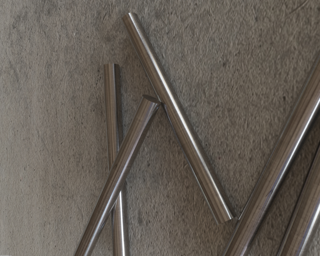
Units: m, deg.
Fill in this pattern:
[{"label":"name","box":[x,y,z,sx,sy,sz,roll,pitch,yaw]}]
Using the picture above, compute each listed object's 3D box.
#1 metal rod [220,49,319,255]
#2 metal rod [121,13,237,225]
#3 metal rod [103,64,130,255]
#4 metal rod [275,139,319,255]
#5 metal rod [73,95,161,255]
[{"label":"metal rod","box":[0.110,0.058,0.313,0.025,0.025,0.298,32,109,35]},{"label":"metal rod","box":[0.015,-0.026,0.392,0.025,0.025,0.299,-38,67,34]},{"label":"metal rod","box":[-0.064,0.055,0.458,0.025,0.025,0.298,-6,86,40]},{"label":"metal rod","box":[0.156,0.015,0.276,0.025,0.025,0.298,24,105,37]},{"label":"metal rod","box":[-0.071,0.092,0.429,0.025,0.025,0.298,38,112,33]}]
